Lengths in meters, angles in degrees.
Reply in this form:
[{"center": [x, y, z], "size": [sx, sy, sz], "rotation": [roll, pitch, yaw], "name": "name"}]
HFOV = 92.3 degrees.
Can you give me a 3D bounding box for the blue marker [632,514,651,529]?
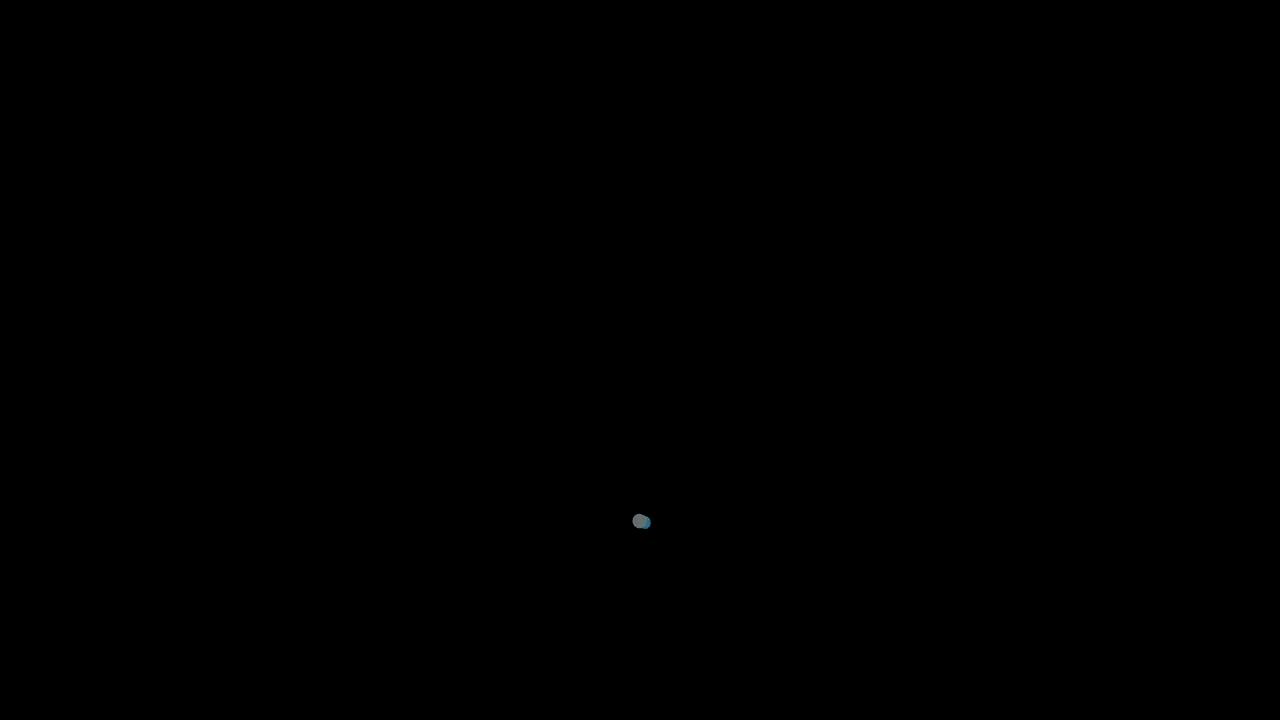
[{"center": [0.003, 0.233, 0.887], "size": [0.020, 0.020, 0.121], "rotation": [0, -16, 4], "name": "blue marker"}]
